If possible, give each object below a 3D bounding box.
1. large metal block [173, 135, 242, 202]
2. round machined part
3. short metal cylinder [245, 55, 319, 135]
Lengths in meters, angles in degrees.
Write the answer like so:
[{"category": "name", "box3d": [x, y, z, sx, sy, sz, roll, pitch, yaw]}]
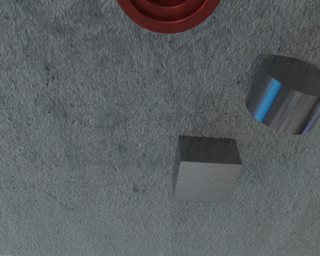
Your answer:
[{"category": "large metal block", "box3d": [0.063, 0.059, 0.442, 0.081, 0.050, 0.079, 4, 130, -4]}, {"category": "round machined part", "box3d": [0.008, -0.140, 0.277, 0.099, 0.042, 0.097, -1, 130, 0]}, {"category": "short metal cylinder", "box3d": [0.142, -0.038, 0.341, 0.081, 0.080, 0.050, 9, 130, -8]}]
